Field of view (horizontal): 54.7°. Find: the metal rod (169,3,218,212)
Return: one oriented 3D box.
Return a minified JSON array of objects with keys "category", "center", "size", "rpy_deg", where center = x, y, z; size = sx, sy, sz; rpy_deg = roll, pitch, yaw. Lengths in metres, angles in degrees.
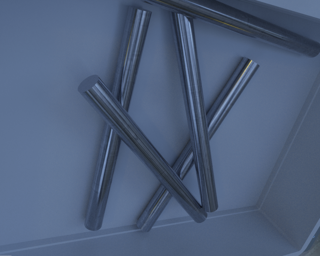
[{"category":"metal rod","center":[0.049,-0.007,0.408],"size":[0.025,0.025,0.298],"rpy_deg":[-21,119,-16]}]

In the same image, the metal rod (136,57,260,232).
[{"category":"metal rod","center":[0.050,0.033,0.457],"size":[0.025,0.025,0.299],"rpy_deg":[21,107,-37]}]

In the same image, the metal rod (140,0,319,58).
[{"category":"metal rod","center":[0.108,-0.123,0.373],"size":[0.302,0.025,0.025],"rpy_deg":[2,117,-37]}]

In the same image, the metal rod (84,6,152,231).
[{"category":"metal rod","center":[-0.058,0.007,0.382],"size":[0.025,0.025,0.298],"rpy_deg":[1,118,-30]}]

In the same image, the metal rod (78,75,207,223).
[{"category":"metal rod","center":[-0.003,0.049,0.404],"size":[0.025,0.025,0.300],"rpy_deg":[-38,130,-3]}]
